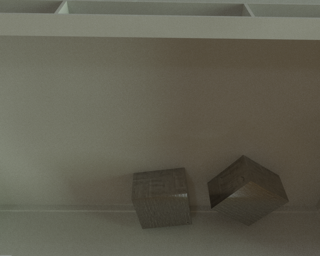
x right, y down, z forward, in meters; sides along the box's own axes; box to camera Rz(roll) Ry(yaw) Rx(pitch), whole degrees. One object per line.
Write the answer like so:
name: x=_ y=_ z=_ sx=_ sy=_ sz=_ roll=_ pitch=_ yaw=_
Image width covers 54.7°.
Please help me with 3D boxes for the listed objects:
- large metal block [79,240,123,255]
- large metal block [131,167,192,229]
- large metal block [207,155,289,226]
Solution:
large metal block: x=-0.119 y=0.284 z=0.616 sx=0.050 sy=0.080 sz=0.080 roll=-24 pitch=126 yaw=19
large metal block: x=0.005 y=0.112 z=0.488 sx=0.080 sy=0.050 sz=0.080 roll=-7 pitch=130 yaw=6
large metal block: x=0.133 y=0.098 z=0.477 sx=0.080 sy=0.050 sz=0.080 roll=29 pitch=124 yaw=-23
